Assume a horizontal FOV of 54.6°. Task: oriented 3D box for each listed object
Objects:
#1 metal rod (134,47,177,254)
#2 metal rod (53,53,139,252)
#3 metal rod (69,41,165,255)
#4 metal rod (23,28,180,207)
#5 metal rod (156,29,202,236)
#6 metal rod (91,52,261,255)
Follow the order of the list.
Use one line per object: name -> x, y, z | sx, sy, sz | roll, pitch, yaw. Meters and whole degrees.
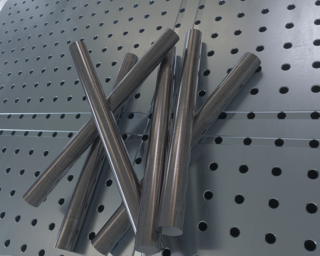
metal rod -> 0.001, -0.003, 0.384 | 0.025, 0.025, 0.300 | -12, 48, 22
metal rod -> -0.083, 0.017, 0.442 | 0.025, 0.025, 0.300 | 1, 62, 29
metal rod -> -0.062, 0.006, 0.383 | 0.025, 0.025, 0.299 | -29, 64, 10
metal rod -> -0.076, -0.019, 0.426 | 0.025, 0.025, 0.300 | 34, 82, 38
metal rod -> 0.030, -0.022, 0.377 | 0.025, 0.025, 0.300 | -9, 48, 23
metal rod -> 0.025, 0.025, 0.380 | 0.025, 0.025, 0.300 | 34, 80, 38
